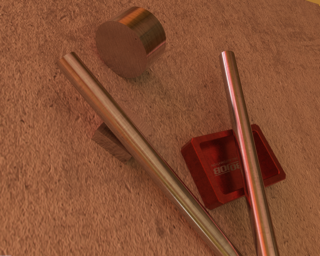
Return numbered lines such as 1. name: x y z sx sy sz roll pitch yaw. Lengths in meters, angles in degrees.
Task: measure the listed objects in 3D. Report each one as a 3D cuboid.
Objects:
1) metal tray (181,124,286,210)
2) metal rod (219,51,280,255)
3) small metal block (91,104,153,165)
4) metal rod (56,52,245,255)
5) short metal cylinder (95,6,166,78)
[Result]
1. metal tray: 0.103 0.048 0.426 0.131 0.030 0.090 -11 67 -33
2. metal rod: 0.113 0.015 0.415 0.025 0.025 0.299 11 57 -23
3. small metal block: -0.045 0.007 0.375 0.050 0.025 0.050 38 51 -3
4. metal rod: -0.007 0.040 0.347 0.300 0.025 0.025 50 51 -4
5. short metal cylinder: -0.039 -0.115 0.418 0.080 0.080 0.050 40 51 -1
